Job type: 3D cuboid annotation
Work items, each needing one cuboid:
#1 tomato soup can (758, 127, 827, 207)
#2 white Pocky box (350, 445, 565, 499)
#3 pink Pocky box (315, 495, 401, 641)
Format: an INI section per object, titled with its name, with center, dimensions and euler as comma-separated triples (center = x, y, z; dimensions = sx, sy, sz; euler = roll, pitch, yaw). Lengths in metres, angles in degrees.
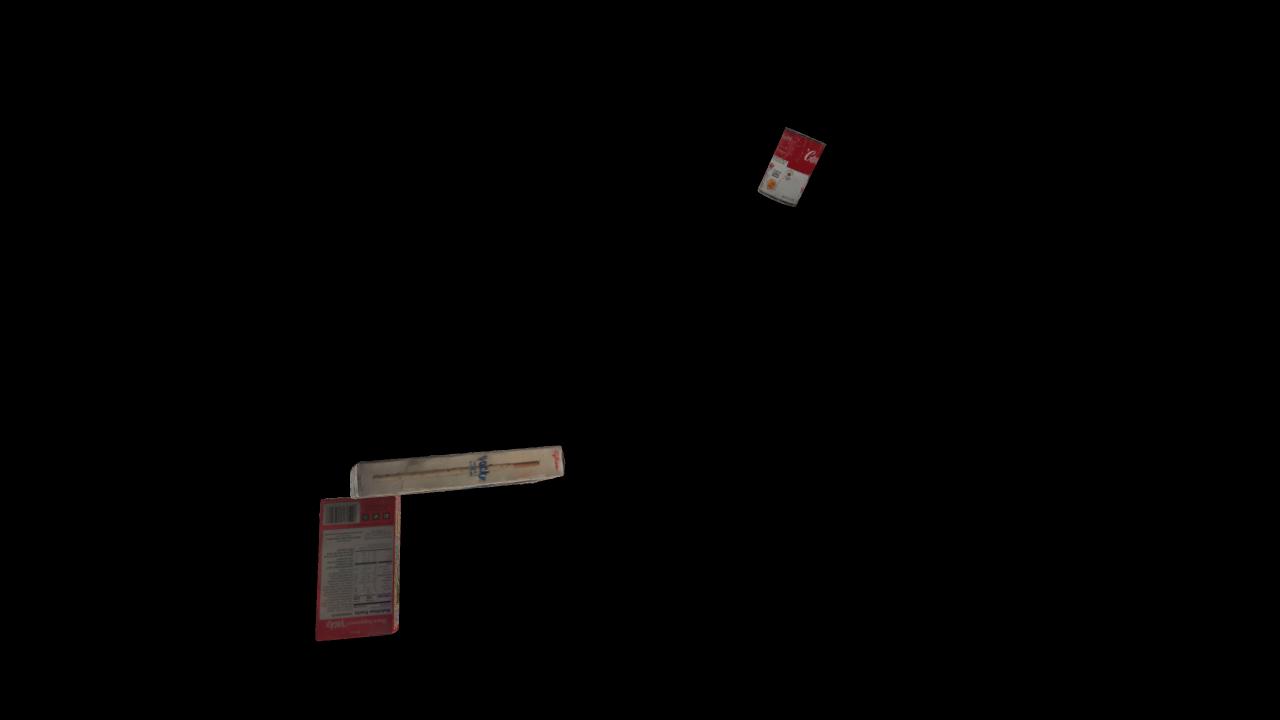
[tomato soup can]
center = 0.230, -0.293, 0.939
dimensions = 0.068, 0.101, 0.068
euler = 19, 24, -9
[white Pocky box]
center = -0.147, 0.090, 0.495
dimensions = 0.154, 0.028, 0.084
euler = 0, -13, -28
[pink Pocky box]
center = -0.322, 0.235, 0.706
dimensions = 0.084, 0.155, 0.029
euler = -2, -12, -8
